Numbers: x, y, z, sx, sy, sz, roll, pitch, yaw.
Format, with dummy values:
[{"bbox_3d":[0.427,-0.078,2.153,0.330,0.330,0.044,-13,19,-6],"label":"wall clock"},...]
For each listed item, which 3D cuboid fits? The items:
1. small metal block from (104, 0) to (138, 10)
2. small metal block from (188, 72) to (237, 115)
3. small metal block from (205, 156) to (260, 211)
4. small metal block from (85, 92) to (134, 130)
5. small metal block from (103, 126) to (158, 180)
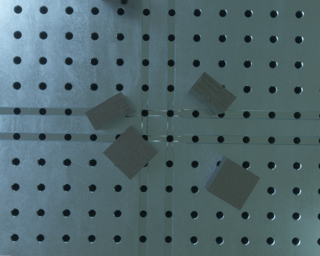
[{"bbox_3d":[-0.054,-0.182,0.400,0.050,0.050,0.025,17,90,0],"label":"small metal block"},{"bbox_3d":[0.066,-0.043,0.401,0.050,0.050,0.025,39,90,0],"label":"small metal block"},{"bbox_3d":[0.096,0.073,0.414,0.050,0.025,0.050,31,90,0],"label":"small metal block"},{"bbox_3d":[-0.063,-0.021,0.400,0.050,0.050,0.025,-31,90,0],"label":"small metal block"},{"bbox_3d":[-0.038,0.032,0.413,0.050,0.025,0.050,45,90,0],"label":"small metal block"}]
